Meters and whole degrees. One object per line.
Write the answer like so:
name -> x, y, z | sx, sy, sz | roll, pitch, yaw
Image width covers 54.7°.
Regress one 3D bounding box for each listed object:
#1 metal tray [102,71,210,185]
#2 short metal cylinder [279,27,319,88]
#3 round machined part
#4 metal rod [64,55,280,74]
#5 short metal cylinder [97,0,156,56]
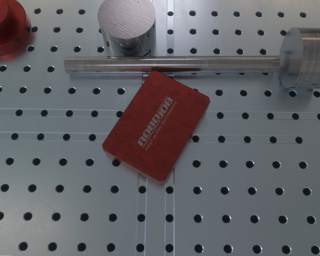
metal tray -> -0.003, -0.002, 0.410 | 0.090, 0.030, 0.130 | 28, 72, 10
short metal cylinder -> 0.200, -0.094, 0.418 | 0.050, 0.080, 0.080 | 1, 70, 0
round machined part -> -0.249, -0.159, 0.459 | 0.099, 0.042, 0.098 | 0, 70, 0
metal rod -> 0.017, -0.091, 0.444 | 0.302, 0.025, 0.025 | 0, 70, -1
short metal cylinder -> -0.046, -0.149, 0.452 | 0.081, 0.050, 0.080 | 0, 70, 0
